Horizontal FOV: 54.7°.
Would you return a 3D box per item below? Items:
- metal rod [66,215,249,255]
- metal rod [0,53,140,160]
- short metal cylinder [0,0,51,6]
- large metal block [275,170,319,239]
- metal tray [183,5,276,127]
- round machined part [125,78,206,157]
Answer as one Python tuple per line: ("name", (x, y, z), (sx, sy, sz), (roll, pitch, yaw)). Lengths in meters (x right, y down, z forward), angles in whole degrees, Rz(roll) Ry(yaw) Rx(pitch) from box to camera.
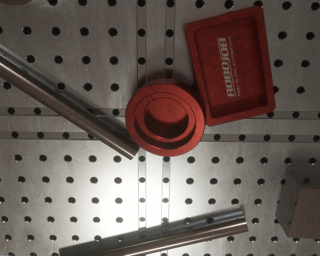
("metal rod", (-0.016, 0.182, 0.480), (0.301, 0.025, 0.025), (-15, 110, 5))
("metal rod", (-0.155, -0.049, 0.393), (0.301, 0.025, 0.025), (34, 106, -12))
("short metal cylinder", (-0.152, -0.174, 0.334), (0.081, 0.050, 0.079), (0, 110, -1))
("large metal block", (0.222, 0.110, 0.444), (0.081, 0.050, 0.079), (4, 110, -2))
("metal tray", (0.087, -0.074, 0.384), (0.090, 0.030, 0.129), (-14, 110, 4))
("round machined part", (0.009, -0.016, 0.391), (0.098, 0.042, 0.097), (5, 117, 10))
